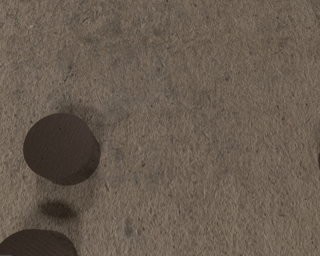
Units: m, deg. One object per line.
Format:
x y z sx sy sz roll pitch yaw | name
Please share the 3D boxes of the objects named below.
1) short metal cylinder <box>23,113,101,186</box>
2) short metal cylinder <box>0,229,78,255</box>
-0.118 0.028 0.383 0.081 0.050 0.080 0 70 0 | short metal cylinder
-0.136 0.153 0.337 0.081 0.050 0.080 0 70 0 | short metal cylinder
